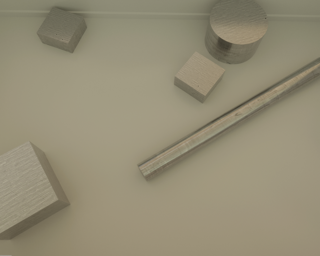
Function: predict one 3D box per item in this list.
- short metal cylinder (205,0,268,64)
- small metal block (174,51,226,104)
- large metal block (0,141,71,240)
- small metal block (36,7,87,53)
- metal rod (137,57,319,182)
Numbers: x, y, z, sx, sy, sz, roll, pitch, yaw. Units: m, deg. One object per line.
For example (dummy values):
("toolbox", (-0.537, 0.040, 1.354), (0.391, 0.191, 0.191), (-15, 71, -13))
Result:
("short metal cylinder", (0.109, -0.140, 0.449), (0.081, 0.050, 0.080), (0, 70, 0))
("small metal block", (0.055, -0.071, 0.436), (0.050, 0.025, 0.050), (35, 73, 11))
("large metal block", (-0.167, 0.075, 0.367), (0.080, 0.050, 0.080), (-30, 73, -11))
("small metal block", (-0.145, -0.146, 0.461), (0.050, 0.025, 0.050), (20, 71, 6))
("metal rod", (0.106, -0.017, 0.417), (0.302, 0.025, 0.025), (-30, 73, -11))
